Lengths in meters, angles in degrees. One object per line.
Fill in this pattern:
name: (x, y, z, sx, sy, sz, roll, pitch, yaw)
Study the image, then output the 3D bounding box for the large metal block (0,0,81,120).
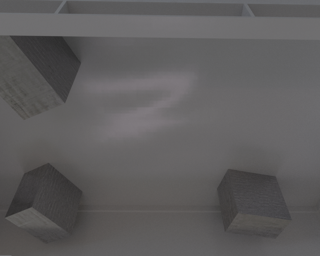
large metal block: (-0.132, -0.069, 0.313, 0.050, 0.080, 0.080, -20, 128, 16)

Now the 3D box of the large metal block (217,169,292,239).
large metal block: (0.139, 0.115, 0.472, 0.081, 0.080, 0.050, 10, 129, -9)

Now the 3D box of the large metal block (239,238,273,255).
large metal block: (0.202, 0.280, 0.615, 0.050, 0.080, 0.080, -22, 127, 18)

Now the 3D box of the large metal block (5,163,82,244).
large metal block: (-0.171, 0.114, 0.468, 0.050, 0.080, 0.080, -24, 126, 19)
